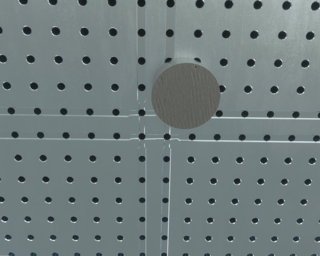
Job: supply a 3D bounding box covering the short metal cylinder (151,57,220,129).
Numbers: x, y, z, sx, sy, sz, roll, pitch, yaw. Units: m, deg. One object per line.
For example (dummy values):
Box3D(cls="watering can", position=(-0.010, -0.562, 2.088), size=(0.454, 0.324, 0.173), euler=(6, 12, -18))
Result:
Box3D(cls="short metal cylinder", position=(0.030, -0.045, 0.384), size=(0.081, 0.050, 0.079), euler=(0, 110, -1))
